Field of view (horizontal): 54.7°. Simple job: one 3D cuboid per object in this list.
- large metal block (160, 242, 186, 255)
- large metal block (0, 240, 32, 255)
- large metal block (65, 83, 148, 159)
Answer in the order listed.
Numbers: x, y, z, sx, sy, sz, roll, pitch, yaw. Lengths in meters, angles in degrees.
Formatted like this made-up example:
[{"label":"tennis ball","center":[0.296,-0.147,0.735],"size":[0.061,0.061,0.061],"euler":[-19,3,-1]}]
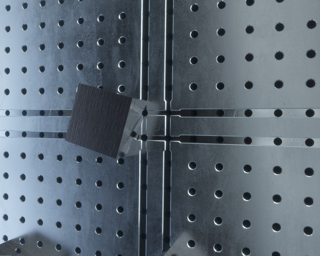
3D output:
[{"label":"large metal block","center":[0.010,0.210,0.395],"size":[0.080,0.050,0.080],"euler":[-45,77,14]},{"label":"large metal block","center":[-0.236,0.237,0.481],"size":[0.080,0.050,0.080],"euler":[26,98,17]},{"label":"large metal block","center":[-0.073,-0.010,0.424],"size":[0.080,0.050,0.080],"euler":[17,96,18]}]
